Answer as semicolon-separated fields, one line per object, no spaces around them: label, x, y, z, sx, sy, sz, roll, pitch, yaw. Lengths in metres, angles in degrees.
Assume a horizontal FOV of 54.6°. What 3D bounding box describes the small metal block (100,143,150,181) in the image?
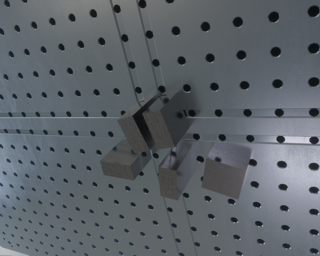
small metal block;-0.050;0.048;0.451;0.050;0.050;0.025;5;121;25

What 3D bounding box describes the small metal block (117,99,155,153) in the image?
small metal block;-0.023;-0.003;0.406;0.025;0.050;0.050;-13;112;34

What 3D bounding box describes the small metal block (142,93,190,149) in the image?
small metal block;0.009;-0.009;0.385;0.025;0.050;0.050;-9;114;32

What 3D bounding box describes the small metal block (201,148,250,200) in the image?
small metal block;0.085;0.059;0.403;0.050;0.025;0.050;16;125;19

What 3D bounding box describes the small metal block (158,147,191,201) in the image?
small metal block;0.021;0.061;0.422;0.025;0.050;0.050;10;123;23
